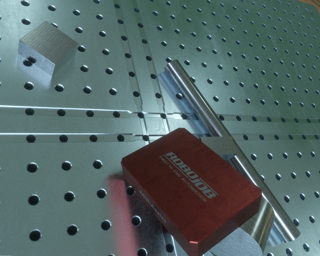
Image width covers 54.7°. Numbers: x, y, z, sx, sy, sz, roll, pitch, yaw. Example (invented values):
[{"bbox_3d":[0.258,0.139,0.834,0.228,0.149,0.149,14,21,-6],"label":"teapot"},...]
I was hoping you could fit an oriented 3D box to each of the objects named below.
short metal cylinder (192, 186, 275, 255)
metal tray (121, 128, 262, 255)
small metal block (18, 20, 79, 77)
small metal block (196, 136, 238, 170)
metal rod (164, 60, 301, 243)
[{"bbox_3d":[0.083,0.109,0.353,0.080,0.080,0.050,40,51,-2],"label":"short metal cylinder"},{"bbox_3d":[0.029,0.060,0.332,0.091,0.030,0.130,-28,46,-23],"label":"metal tray"},{"bbox_3d":[-0.142,-0.102,0.395,0.050,0.025,0.050,35,51,-5],"label":"small metal block"},{"bbox_3d":[0.064,0.034,0.408,0.050,0.050,0.025,0,62,-29],"label":"small metal block"},{"bbox_3d":[0.098,0.025,0.447,0.025,0.025,0.299,-24,75,-37],"label":"metal rod"}]
